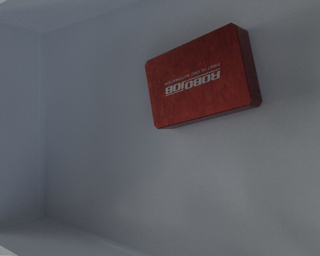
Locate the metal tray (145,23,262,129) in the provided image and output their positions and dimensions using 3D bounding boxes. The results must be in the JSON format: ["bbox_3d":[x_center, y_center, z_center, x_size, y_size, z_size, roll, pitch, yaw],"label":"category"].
[{"bbox_3d":[0.045,-0.054,0.365,0.130,0.030,0.090,-15,81,38],"label":"metal tray"}]
